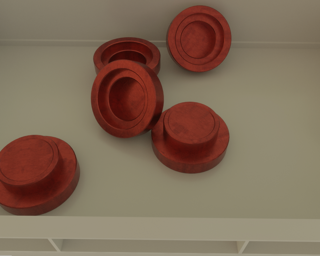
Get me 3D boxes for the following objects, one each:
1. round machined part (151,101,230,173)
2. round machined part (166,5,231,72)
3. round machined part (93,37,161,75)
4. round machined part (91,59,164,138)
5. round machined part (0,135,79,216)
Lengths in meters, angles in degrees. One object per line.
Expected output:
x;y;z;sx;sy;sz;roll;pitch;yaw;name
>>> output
0.038;0.005;0.390;0.099;0.042;0.098;0;50;0;round machined part
0.058;-0.138;0.486;0.099;0.097;0.042;-8;12;-7;round machined part
-0.048;-0.093;0.471;0.099;0.042;0.098;0;48;0;round machined part
-0.038;-0.037;0.402;0.098;0.097;0.042;30;18;23;round machined part
-0.146;0.046;0.354;0.099;0.042;0.098;0;50;0;round machined part
